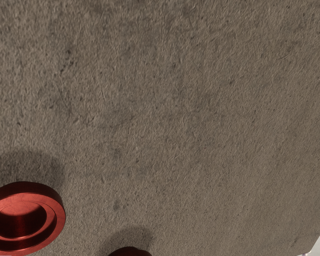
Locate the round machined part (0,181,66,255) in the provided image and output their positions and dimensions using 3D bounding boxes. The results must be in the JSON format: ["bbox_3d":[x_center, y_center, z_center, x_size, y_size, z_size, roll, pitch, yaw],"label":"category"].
[{"bbox_3d":[-0.167,0.103,0.369,0.099,0.042,0.097,-14,125,-21],"label":"round machined part"}]

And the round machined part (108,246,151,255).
[{"bbox_3d":[-0.057,0.237,0.513,0.099,0.042,0.097,-14,125,-21],"label":"round machined part"}]
